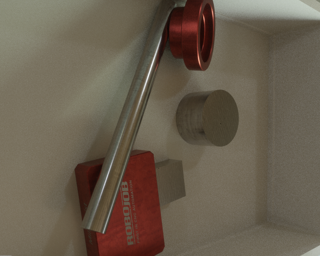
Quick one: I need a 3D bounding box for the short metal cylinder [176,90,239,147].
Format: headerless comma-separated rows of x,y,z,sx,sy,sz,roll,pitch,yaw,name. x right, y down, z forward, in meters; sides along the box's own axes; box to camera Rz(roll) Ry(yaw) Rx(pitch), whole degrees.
0.070,-0.014,0.451,0.081,0.050,0.079,0,90,-40,short metal cylinder

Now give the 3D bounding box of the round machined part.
0.043,-0.127,0.415,0.098,0.042,0.097,6,91,-70,round machined part

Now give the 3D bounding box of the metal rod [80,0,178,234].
-0.027,-0.032,0.359,0.025,0.025,0.300,34,61,-35,metal rod

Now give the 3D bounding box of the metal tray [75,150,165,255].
-0.044,0.098,0.368,0.091,0.030,0.129,-12,98,-39,metal tray

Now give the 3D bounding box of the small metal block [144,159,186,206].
0.006,0.072,0.414,0.050,0.025,0.050,-12,98,-40,small metal block
